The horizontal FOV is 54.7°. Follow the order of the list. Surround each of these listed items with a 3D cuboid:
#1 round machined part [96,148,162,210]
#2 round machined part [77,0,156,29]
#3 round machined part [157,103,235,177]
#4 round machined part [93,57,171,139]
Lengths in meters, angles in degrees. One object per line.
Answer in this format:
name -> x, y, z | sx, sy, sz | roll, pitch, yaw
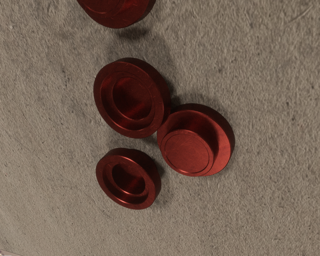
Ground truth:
round machined part -> -0.042, 0.070, 0.460 | 0.098, 0.042, 0.097 | 13, 124, 20
round machined part -> -0.054, -0.155, 0.327 | 0.098, 0.042, 0.097 | 13, 124, 20
round machined part -> 0.040, 0.022, 0.387 | 0.098, 0.042, 0.097 | 13, 124, 20
round machined part -> -0.030, -0.039, 0.383 | 0.098, 0.042, 0.097 | 14, 121, 24
